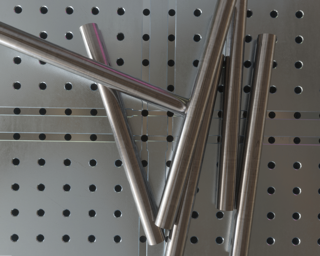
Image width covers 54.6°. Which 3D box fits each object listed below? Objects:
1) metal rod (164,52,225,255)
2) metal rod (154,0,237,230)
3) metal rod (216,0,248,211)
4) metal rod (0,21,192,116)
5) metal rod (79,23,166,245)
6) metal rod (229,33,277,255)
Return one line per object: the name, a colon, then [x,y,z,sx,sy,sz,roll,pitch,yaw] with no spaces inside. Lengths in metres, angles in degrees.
metal rod: [0.044,0.048,0.413,0.025,0.025,0.299,12,90,0]
metal rod: [0.044,-0.020,0.391,0.025,0.025,0.299,15,92,0]
metal rod: [0.096,-0.042,0.413,0.025,0.025,0.298,4,90,0]
metal rod: [-0.099,-0.077,0.379,0.302,0.025,0.025,21,90,-14]
metal rod: [-0.050,0.008,0.413,0.025,0.025,0.299,-18,90,0]
metal rod: [0.123,0.026,0.414,0.025,0.025,0.298,7,90,0]
